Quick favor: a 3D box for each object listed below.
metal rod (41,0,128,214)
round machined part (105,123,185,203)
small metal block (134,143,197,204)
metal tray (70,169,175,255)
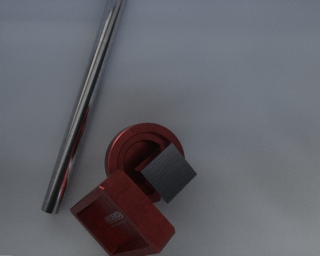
[{"bbox_3d":[-0.099,-0.033,0.410,0.025,0.025,0.298,18,90,-1],"label":"metal rod"},{"bbox_3d":[-0.021,0.043,0.392,0.099,0.042,0.097,1,87,-22],"label":"round machined part"},{"bbox_3d":[0.007,0.052,0.367,0.050,0.025,0.050,-42,102,-19],"label":"small metal block"},{"bbox_3d":[-0.050,0.107,0.363,0.090,0.129,0.030,49,52,-1],"label":"metal tray"}]
